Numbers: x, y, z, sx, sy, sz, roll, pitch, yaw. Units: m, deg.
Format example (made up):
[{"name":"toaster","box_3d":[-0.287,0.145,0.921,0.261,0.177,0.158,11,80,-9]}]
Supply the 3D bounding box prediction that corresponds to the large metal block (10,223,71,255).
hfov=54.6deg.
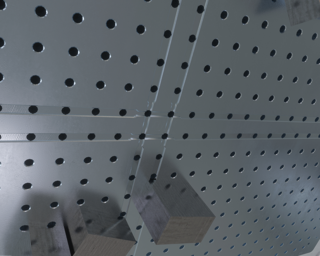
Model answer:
[{"name":"large metal block","box_3d":[-0.159,0.185,0.403,0.050,0.080,0.080,22,107,-36]}]

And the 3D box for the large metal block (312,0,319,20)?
[{"name":"large metal block","box_3d":[0.273,-0.185,0.429,0.081,0.050,0.079,-4,120,-27]}]

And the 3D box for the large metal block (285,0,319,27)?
[{"name":"large metal block","box_3d":[0.197,-0.178,0.372,0.081,0.050,0.080,-21,100,-16]}]

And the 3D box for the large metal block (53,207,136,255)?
[{"name":"large metal block","box_3d":[-0.096,0.169,0.447,0.080,0.050,0.080,26,104,-37]}]

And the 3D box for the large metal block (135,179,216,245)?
[{"name":"large metal block","box_3d":[0.021,0.124,0.463,0.081,0.080,0.050,11,113,-33]}]
